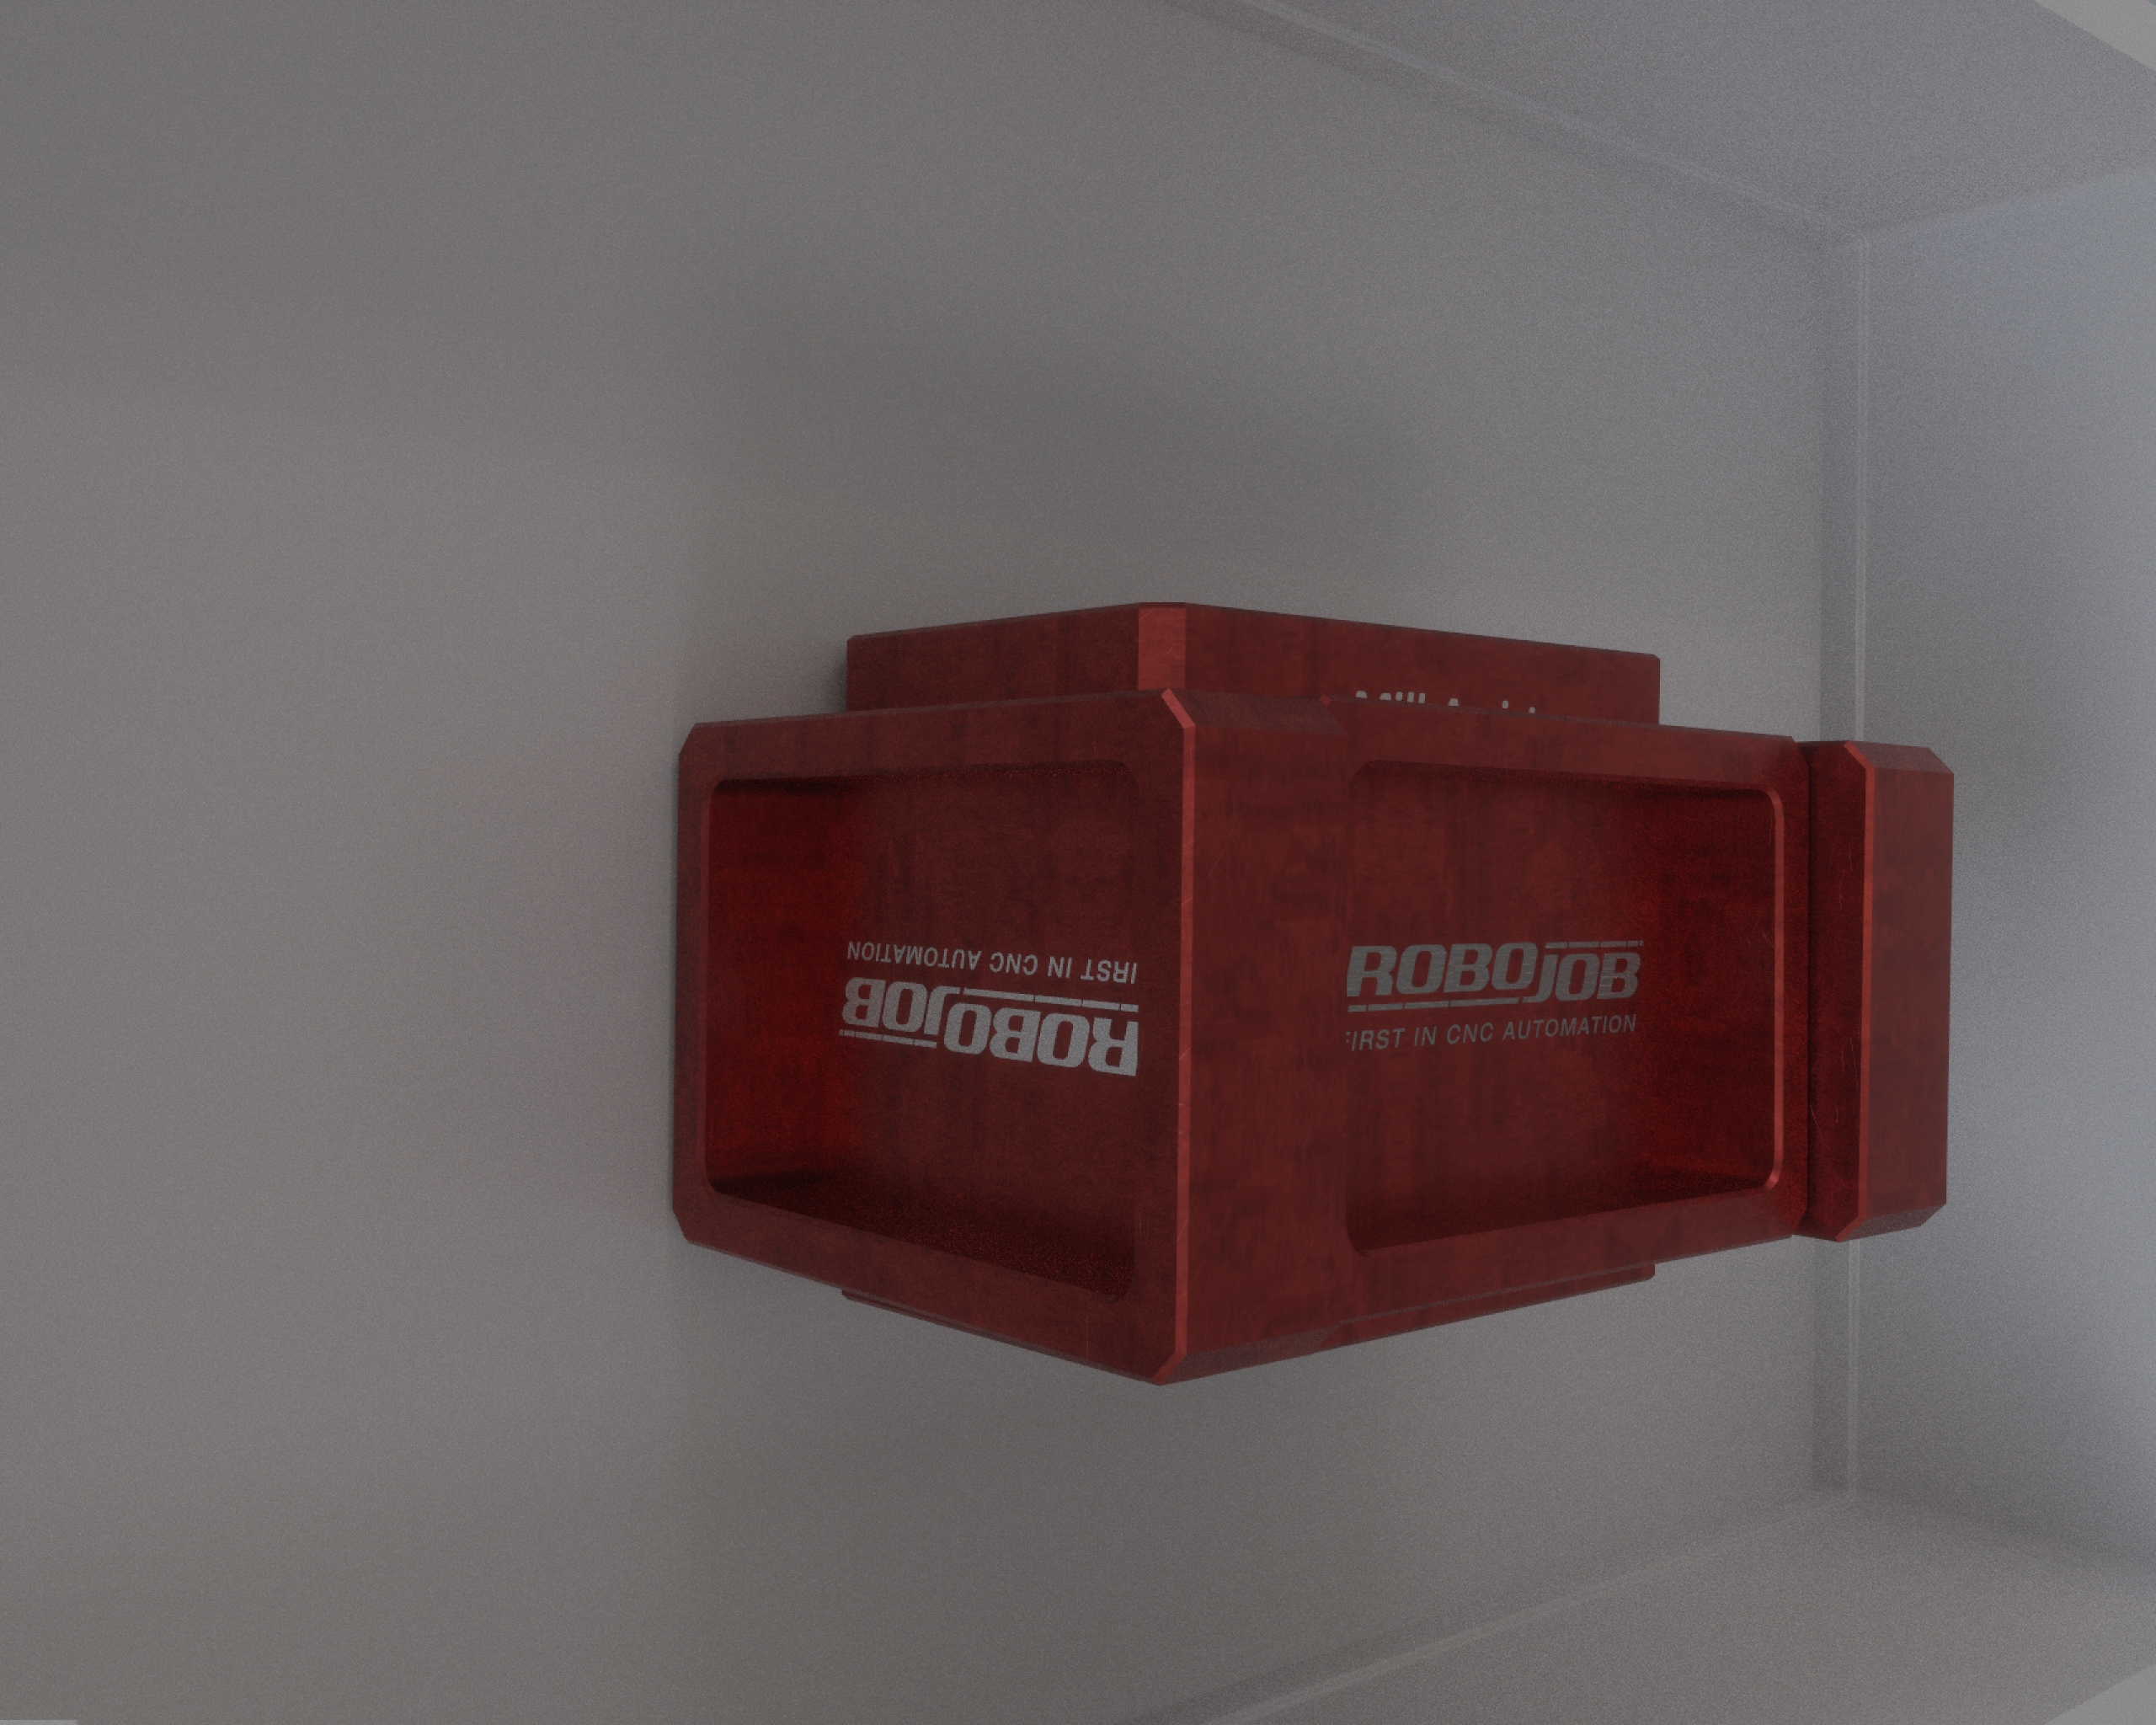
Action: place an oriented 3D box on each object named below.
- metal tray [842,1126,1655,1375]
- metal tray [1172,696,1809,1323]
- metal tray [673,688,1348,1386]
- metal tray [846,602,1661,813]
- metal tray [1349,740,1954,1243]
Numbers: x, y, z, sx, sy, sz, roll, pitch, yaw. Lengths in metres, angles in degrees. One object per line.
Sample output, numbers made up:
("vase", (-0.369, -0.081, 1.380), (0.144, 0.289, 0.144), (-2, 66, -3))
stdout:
("metal tray", (0.033, 0.064, 0.388), (0.131, 0.090, 0.030), (0, 90, -40))
("metal tray", (0.072, 0.022, 0.344), (0.131, 0.030, 0.089), (1, 89, -40))
("metal tray", (-0.017, 0.022, 0.322), (0.030, 0.130, 0.089), (1, 90, -40))
("metal tray", (0.034, -0.025, 0.389), (0.131, 0.090, 0.030), (0, 91, -40))
("metal tray", (0.109, 0.022, 0.426), (0.030, 0.130, 0.089), (1, 90, -40))
